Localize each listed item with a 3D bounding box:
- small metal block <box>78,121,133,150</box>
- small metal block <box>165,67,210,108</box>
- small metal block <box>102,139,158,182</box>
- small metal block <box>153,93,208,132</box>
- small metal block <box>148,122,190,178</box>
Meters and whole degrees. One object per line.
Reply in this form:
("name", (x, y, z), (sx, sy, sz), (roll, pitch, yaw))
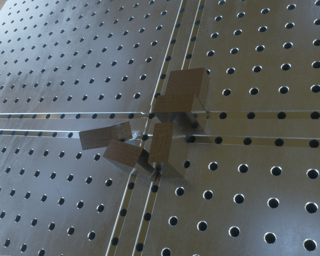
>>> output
("small metal block", (-0.073, 0.010, 0.422), (0.050, 0.050, 0.025), (-9, 95, 23))
("small metal block", (0.037, -0.052, 0.422), (0.050, 0.025, 0.050), (-1, 61, 28))
("small metal block", (-0.034, 0.041, 0.386), (0.050, 0.050, 0.025), (14, 69, 34))
("small metal block", (0.027, -0.018, 0.390), (0.050, 0.050, 0.025), (0, 62, 28))
("small metal block", (0.012, 0.027, 0.370), (0.025, 0.050, 0.050), (-4, 60, 26))
